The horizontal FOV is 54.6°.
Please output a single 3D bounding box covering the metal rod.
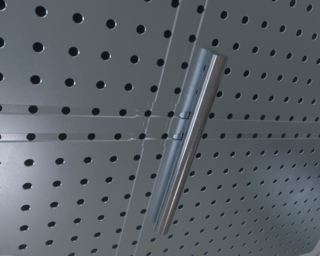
[{"bbox_3d":[0.039,0.038,0.454,0.025,0.025,0.298,1,118,-29],"label":"metal rod"}]
